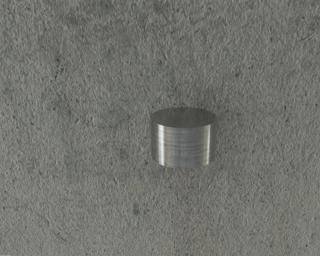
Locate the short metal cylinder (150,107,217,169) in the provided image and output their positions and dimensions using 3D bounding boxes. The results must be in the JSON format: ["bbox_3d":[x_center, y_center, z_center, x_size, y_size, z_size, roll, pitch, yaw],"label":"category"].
[{"bbox_3d":[0.029,0.010,0.384,0.080,0.080,0.050,-1,110,0],"label":"short metal cylinder"}]
